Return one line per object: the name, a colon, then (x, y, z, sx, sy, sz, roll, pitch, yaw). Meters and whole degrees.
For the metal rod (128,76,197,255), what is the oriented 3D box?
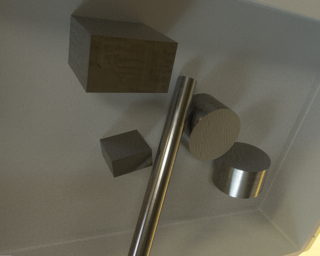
metal rod: (-0.005, 0.081, 0.380, 0.025, 0.025, 0.299, 20, 83, -36)

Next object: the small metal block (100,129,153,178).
small metal block: (-0.043, 0.031, 0.389, 0.050, 0.050, 0.025, -16, 125, -20)

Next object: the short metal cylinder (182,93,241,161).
short metal cylinder: (0.063, -0.001, 0.428, 0.081, 0.050, 0.079, -14, 125, -21)

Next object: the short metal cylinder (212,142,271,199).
short metal cylinder: (0.126, 0.064, 0.484, 0.081, 0.080, 0.050, -8, 122, -24)

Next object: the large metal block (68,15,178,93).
large metal block: (-0.041, -0.073, 0.306, 0.081, 0.080, 0.050, -3, 120, -27)
